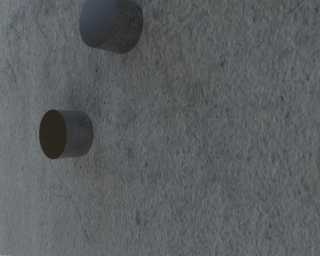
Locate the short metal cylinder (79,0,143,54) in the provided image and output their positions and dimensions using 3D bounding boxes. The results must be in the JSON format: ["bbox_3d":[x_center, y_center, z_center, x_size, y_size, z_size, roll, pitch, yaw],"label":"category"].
[{"bbox_3d":[-0.071,-0.151,0.445,0.080,0.050,0.079,0,90,39],"label":"short metal cylinder"}]

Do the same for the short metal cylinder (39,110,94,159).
[{"bbox_3d":[-0.156,0.010,0.515,0.080,0.050,0.079,0,90,39],"label":"short metal cylinder"}]
